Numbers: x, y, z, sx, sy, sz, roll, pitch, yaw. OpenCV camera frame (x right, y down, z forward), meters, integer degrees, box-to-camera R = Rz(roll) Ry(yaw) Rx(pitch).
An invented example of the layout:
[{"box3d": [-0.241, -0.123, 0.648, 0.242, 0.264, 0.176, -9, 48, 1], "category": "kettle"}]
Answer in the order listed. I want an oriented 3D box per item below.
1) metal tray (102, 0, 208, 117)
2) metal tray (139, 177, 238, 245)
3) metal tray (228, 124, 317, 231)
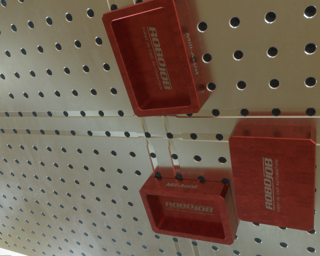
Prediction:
[{"box3d": [-0.004, -0.079, 0.359, 0.090, 0.030, 0.129, -3, 117, 29], "category": "metal tray"}, {"box3d": [0.041, 0.121, 0.459, 0.130, 0.030, 0.089, -1, 118, 28], "category": "metal tray"}, {"box3d": [0.137, 0.060, 0.373, 0.090, 0.030, 0.129, 2, 119, 27], "category": "metal tray"}]
